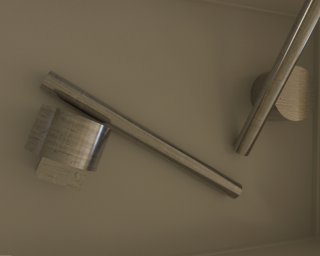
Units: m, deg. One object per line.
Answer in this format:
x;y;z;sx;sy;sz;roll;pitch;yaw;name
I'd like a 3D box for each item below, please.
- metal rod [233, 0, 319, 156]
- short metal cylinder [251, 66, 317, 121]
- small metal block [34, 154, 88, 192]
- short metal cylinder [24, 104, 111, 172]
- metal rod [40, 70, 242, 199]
0.166;-0.093;0.398;0.025;0.025;0.298;10;116;-20;metal rod
0.187;-0.050;0.468;0.081;0.050;0.079;0;90;-21;short metal cylinder
-0.114;0.049;0.356;0.050;0.050;0.025;23;83;-19;small metal block
-0.101;0.012;0.345;0.080;0.080;0.050;22;83;-19;short metal cylinder
-0.011;0.018;0.407;0.301;0.025;0.025;31;80;-18;metal rod
